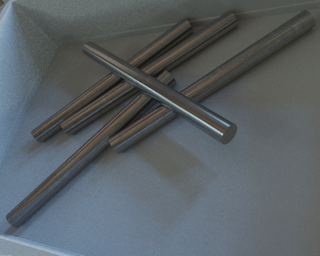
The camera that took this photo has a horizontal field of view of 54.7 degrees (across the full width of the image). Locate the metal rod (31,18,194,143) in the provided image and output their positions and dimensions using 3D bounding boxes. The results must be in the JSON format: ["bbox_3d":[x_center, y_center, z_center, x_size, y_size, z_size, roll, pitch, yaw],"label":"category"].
[{"bbox_3d":[-0.077,-0.073,0.491,0.300,0.025,0.025,-35,51,4],"label":"metal rod"}]

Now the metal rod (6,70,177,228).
[{"bbox_3d":[-0.095,0.028,0.438,0.300,0.025,0.025,-43,51,-2],"label":"metal rod"}]

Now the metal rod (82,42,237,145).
[{"bbox_3d":[-0.022,-0.062,0.421,0.025,0.025,0.300,-49,52,-6],"label":"metal rod"}]

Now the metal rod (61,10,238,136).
[{"bbox_3d":[-0.020,-0.079,0.464,0.300,0.025,0.025,-32,52,7],"label":"metal rod"}]

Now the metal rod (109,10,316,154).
[{"bbox_3d":[0.063,-0.057,0.407,0.300,0.025,0.025,-33,52,6],"label":"metal rod"}]
